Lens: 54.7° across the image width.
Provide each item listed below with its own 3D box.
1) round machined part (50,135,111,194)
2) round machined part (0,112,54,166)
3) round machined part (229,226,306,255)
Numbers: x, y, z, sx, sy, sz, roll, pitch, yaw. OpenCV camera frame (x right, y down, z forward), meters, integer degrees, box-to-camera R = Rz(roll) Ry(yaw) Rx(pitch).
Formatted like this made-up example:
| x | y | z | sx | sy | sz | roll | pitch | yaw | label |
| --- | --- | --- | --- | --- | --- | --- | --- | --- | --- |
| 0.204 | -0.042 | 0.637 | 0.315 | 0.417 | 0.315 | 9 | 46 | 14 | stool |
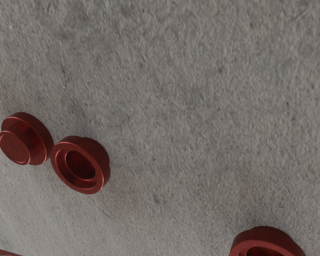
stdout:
| x | y | z | sx | sy | sz | roll | pitch | yaw | label |
| --- | --- | --- | --- | --- | --- | --- | --- | --- | --- |
| -0.120 | 0.053 | 0.490 | 0.098 | 0.042 | 0.097 | 13 | 124 | 20 | round machined part |
| -0.236 | 0.025 | 0.532 | 0.098 | 0.042 | 0.097 | 13 | 124 | 20 | round machined part |
| 0.149 | 0.174 | 0.425 | 0.098 | 0.042 | 0.097 | 13 | 124 | 20 | round machined part |
